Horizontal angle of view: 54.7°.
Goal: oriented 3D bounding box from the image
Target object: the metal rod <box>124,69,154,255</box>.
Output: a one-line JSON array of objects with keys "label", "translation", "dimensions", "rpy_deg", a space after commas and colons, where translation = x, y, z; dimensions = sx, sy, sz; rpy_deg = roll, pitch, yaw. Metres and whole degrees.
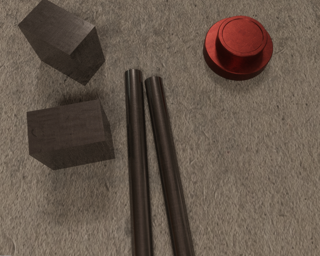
[{"label": "metal rod", "translation": [-0.026, 0.064, 0.384], "dimensions": [0.025, 0.025, 0.299], "rpy_deg": [-4, 70, -2]}]

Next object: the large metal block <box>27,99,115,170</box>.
[{"label": "large metal block", "translation": [-0.103, 0.011, 0.374], "dimensions": [0.081, 0.080, 0.050], "rpy_deg": [-11, 71, -4]}]

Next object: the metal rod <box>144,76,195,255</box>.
[{"label": "metal rod", "translation": [0.015, 0.073, 0.381], "dimensions": [0.025, 0.025, 0.299], "rpy_deg": [-9, 70, -4]}]

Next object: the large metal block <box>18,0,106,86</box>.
[{"label": "large metal block", "translation": [-0.128, -0.113, 0.419], "dimensions": [0.080, 0.080, 0.050], "rpy_deg": [30, 73, 10]}]

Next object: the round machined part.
[{"label": "round machined part", "translation": [0.114, -0.121, 0.445], "dimensions": [0.099, 0.042, 0.098], "rpy_deg": [0, 70, -1]}]
